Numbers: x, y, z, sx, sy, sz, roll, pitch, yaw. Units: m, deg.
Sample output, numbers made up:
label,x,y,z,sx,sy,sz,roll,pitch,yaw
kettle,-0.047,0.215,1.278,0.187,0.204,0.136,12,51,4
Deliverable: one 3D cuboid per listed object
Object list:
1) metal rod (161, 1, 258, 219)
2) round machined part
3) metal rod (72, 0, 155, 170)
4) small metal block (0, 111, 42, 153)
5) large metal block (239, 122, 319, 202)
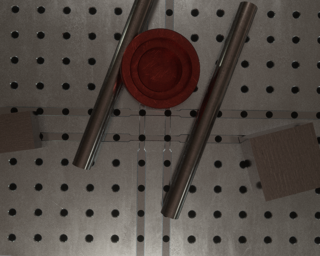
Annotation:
label,x,y,z,sx,sy,sz,roll,pitch,yaw
metal rod,0.066,-0.023,0.414,0.025,0.025,0.299,21,90,-1
round machined part,-0.002,-0.074,0.399,0.099,0.042,0.097,-1,96,-11
metal rod,-0.051,-0.088,0.412,0.025,0.025,0.299,21,90,-1
small metal block,-0.190,0.005,0.411,0.050,0.025,0.050,-7,90,-1
large metal block,0.158,0.041,0.403,0.080,0.050,0.080,-15,90,-1
